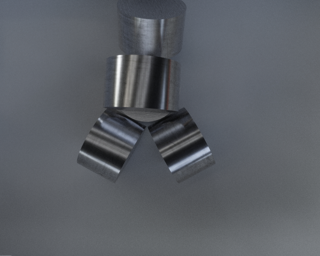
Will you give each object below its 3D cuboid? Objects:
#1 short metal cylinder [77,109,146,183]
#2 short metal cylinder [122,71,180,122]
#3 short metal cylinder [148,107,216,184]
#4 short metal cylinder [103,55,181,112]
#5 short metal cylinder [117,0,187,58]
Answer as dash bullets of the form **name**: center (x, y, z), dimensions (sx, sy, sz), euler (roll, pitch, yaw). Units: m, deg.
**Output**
- **short metal cylinder**: center (-0.058, 0.021, 0.381), dimensions (0.050, 0.080, 0.080), euler (29, 90, 0)
- **short metal cylinder**: center (-0.016, -0.047, 0.396), dimensions (0.081, 0.050, 0.080), euler (0, 90, 0)
- **short metal cylinder**: center (0.026, 0.021, 0.382), dimensions (0.050, 0.080, 0.080), euler (-29, 90, 1)
- **short metal cylinder**: center (-0.019, -0.044, 0.332), dimensions (0.080, 0.080, 0.050), euler (3, 90, 0)
- **short metal cylinder**: center (-0.011, -0.125, 0.376), dimensions (0.080, 0.080, 0.050), euler (4, 133, 0)
